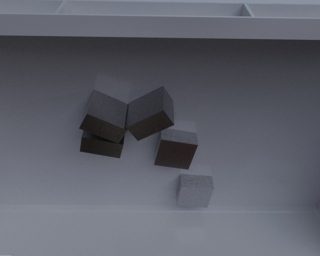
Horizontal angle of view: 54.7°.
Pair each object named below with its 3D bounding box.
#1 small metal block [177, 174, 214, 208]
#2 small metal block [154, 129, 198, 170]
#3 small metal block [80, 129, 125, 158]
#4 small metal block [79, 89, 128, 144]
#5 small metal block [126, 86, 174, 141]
[{"bbox_3d":[0.055,0.101,0.495,0.050,0.025,0.050,5,130,-4],"label":"small metal block"},{"bbox_3d":[0.021,0.029,0.434,0.050,0.025,0.050,9,130,-8],"label":"small metal block"},{"bbox_3d":[-0.072,0.009,0.399,0.050,0.050,0.025,11,129,-9],"label":"small metal block"},{"bbox_3d":[-0.066,-0.014,0.380,0.050,0.050,0.025,23,126,-19],"label":"small metal block"},{"bbox_3d":[-0.011,-0.018,0.377,0.050,0.050,0.025,-24,126,19],"label":"small metal block"}]
